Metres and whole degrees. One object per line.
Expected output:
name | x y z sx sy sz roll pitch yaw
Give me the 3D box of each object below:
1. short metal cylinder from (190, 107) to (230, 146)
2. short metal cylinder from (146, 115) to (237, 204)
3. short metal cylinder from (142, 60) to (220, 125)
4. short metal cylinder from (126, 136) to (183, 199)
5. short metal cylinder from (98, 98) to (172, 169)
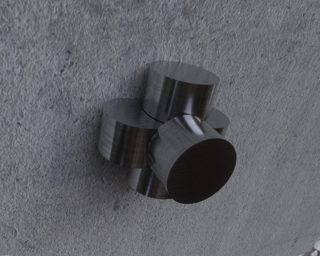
short metal cylinder | 0.043 0.003 0.400 0.081 0.080 0.050 -1 119 -29
short metal cylinder | 0.032 0.033 0.327 0.081 0.050 0.079 -14 125 -21
short metal cylinder | 0.024 -0.042 0.361 0.081 0.080 0.050 -2 119 -28
short metal cylinder | 0.000 0.047 0.403 0.081 0.080 0.050 0 119 -29
short metal cylinder | -0.028 0.004 0.361 0.081 0.080 0.050 -1 119 -28
